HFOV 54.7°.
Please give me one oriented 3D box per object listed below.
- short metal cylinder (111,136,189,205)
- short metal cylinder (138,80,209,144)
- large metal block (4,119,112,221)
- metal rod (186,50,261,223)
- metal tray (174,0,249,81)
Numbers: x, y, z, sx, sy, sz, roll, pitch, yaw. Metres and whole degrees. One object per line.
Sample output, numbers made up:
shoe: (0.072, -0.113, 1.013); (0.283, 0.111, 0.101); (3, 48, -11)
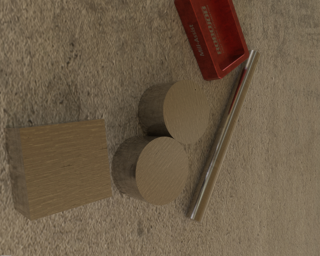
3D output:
short metal cylinder: (-0.011, 0.050, 0.379); (0.081, 0.050, 0.080); (0, 91, -40)
short metal cylinder: (0.018, -0.020, 0.404); (0.081, 0.050, 0.080); (0, 90, -40)
large metal block: (-0.099, 0.035, 0.306); (0.081, 0.050, 0.079); (-9, 96, -40)
metal rod: (0.106, 0.002, 0.492); (0.025, 0.025, 0.300); (37, 67, -34)
metal tray: (0.083, -0.149, 0.469); (0.091, 0.030, 0.129); (-38, 114, -33)
